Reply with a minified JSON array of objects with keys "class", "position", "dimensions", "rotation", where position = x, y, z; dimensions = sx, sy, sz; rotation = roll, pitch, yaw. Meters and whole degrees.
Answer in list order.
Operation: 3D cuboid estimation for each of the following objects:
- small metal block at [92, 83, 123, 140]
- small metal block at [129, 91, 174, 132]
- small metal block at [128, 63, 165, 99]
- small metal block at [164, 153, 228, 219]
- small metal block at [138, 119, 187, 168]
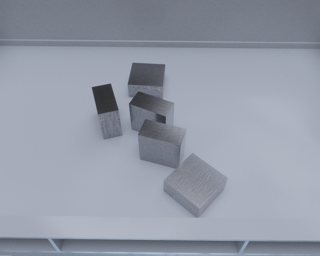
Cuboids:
[{"class":"small metal block","position":[-0.069,-0.021,0.406],"dimensions":[0.025,0.050,0.050],"rotation":[-13,51,-11]},{"class":"small metal block","position":[-0.010,-0.014,0.401],"dimensions":[0.050,0.050,0.025],"rotation":[20,53,16]},{"class":"small metal block","position":[-0.019,-0.071,0.465],"dimensions":[0.050,0.025,0.050],"rotation":[4,50,3]},{"class":"small metal block","position":[0.040,0.064,0.351],"dimensions":[0.050,0.025,0.050],"rotation":[35,58,26]},{"class":"small metal block","position":[0.003,0.020,0.372],"dimensions":[0.050,0.050,0.025],"rotation":[14,52,11]}]
